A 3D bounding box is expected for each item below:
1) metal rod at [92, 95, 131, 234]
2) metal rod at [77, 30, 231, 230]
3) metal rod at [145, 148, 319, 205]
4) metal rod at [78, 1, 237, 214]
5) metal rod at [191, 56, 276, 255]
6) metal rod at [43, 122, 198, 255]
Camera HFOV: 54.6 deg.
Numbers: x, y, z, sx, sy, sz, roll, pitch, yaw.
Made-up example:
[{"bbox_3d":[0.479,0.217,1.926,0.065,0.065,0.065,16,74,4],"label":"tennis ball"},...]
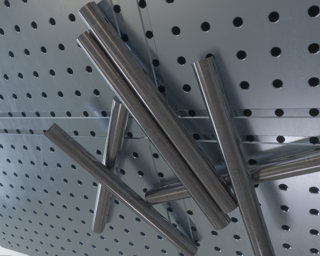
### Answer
[{"bbox_3d":[-0.084,0.076,0.502,0.025,0.025,0.298,26,128,12],"label":"metal rod"},{"bbox_3d":[-0.006,0.004,0.397,0.025,0.025,0.300,-34,94,38],"label":"metal rod"},{"bbox_3d":[0.098,0.065,0.399,0.299,0.025,0.025,-21,107,36],"label":"metal rod"},{"bbox_3d":[0.001,-0.022,0.379,0.025,0.025,0.300,-33,95,38],"label":"metal rod"},{"bbox_3d":[0.096,0.063,0.367,0.025,0.025,0.299,-13,102,33],"label":"metal rod"},{"bbox_3d":[-0.053,0.102,0.477,0.300,0.025,0.025,44,130,-13],"label":"metal rod"}]
